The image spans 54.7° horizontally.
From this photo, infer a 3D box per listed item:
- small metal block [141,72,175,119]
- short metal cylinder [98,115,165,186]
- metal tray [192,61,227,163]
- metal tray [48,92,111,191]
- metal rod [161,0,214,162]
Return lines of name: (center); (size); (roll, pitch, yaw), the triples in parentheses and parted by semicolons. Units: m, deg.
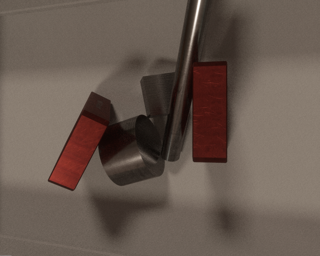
small metal block: (0.005, -0.042, 0.396); (0.050, 0.025, 0.050); (-10, 86, -13)
short metal cylinder: (-0.034, 0.028, 0.392); (0.050, 0.080, 0.080); (-18, 84, 19)
metal tray: (0.057, -0.014, 0.333); (0.030, 0.130, 0.089); (0, 90, 12)
metal tray: (-0.096, 0.009, 0.389); (0.030, 0.130, 0.090); (27, 100, -14)
metal rod: (0.034, -0.088, 0.325); (0.025, 0.025, 0.298); (21, 124, 18)
